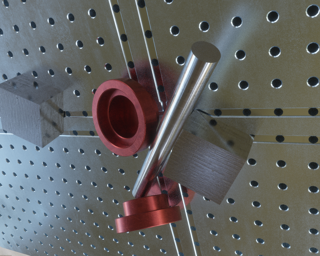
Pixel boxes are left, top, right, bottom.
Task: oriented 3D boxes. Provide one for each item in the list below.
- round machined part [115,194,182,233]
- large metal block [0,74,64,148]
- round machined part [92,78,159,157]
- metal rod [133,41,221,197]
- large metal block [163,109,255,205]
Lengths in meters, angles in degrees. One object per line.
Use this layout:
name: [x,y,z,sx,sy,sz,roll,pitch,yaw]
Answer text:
round machined part: [-0.019,0.126,0.465,0.098,0.099,0.042,-23,71,36]
large metal block: [-0.200,-0.027,0.484,0.080,0.050,0.079,22,127,14]
round machined part: [-0.040,-0.016,0.398,0.098,0.042,0.097,14,112,38]
metal rod: [0.003,0.020,0.369,0.025,0.025,0.298,32,144,7]
large metal block: [0.059,0.036,0.386,0.080,0.050,0.079,26,128,11]
